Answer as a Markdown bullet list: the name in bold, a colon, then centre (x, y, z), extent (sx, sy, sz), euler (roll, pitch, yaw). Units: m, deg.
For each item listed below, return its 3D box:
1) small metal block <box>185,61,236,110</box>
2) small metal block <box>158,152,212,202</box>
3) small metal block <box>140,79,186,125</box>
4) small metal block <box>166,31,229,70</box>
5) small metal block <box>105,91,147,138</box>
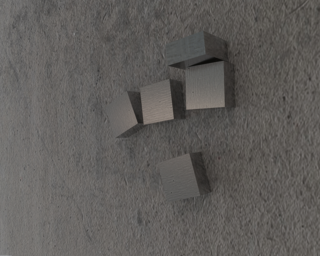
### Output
- **small metal block**: centre (0.058, -0.047, 0.357), extent (0.050, 0.025, 0.050), euler (-2, 89, 40)
- **small metal block**: centre (0.030, 0.060, 0.381), extent (0.050, 0.025, 0.050), euler (-22, 76, 38)
- **small metal block**: centre (0.003, -0.032, 0.402), extent (0.050, 0.025, 0.050), euler (-10, 84, 39)
- **small metal block**: centre (0.043, -0.085, 0.353), extent (0.050, 0.050, 0.025), euler (-8, 85, 40)
- **small metal block**: centre (-0.047, -0.018, 0.444), extent (0.050, 0.025, 0.050), euler (-31, 71, 35)
